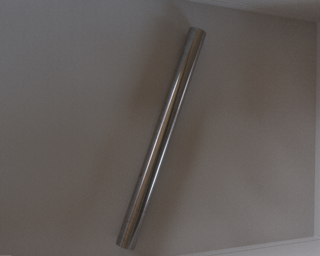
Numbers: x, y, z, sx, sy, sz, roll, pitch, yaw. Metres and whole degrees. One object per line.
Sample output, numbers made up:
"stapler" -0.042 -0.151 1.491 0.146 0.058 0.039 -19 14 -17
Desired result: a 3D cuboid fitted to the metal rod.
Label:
"metal rod" 0.004 0.008 0.409 0.025 0.025 0.299 21 83 -19
